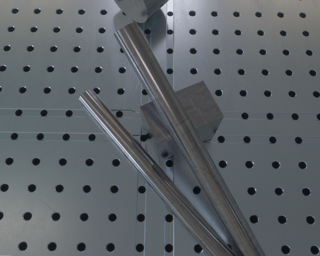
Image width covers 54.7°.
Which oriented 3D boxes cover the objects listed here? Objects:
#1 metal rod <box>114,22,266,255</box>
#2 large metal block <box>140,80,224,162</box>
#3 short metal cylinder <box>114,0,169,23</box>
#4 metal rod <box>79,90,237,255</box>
[{"bbox_3d":[0.040,0.030,0.330,0.025,0.025,0.299,-32,101,-11],"label":"metal rod"},{"bbox_3d":[0.024,-0.005,0.385,0.080,0.080,0.050,-23,72,-8],"label":"large metal block"},{"bbox_3d":[-0.031,-0.204,0.457,0.080,0.080,0.050,40,75,13],"label":"short metal cylinder"},{"bbox_3d":[-0.004,0.064,0.388,0.025,0.025,0.300,-39,75,-13],"label":"metal rod"}]
